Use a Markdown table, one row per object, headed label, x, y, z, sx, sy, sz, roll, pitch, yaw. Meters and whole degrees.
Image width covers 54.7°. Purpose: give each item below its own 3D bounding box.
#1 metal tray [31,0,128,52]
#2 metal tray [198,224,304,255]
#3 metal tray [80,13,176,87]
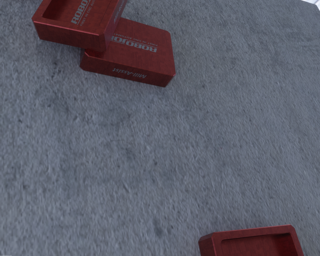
| label | x | y | z | sx | sy | sz | roll | pitch | yaw |
| --- | --- | --- | --- | --- | --- | --- | --- | --- | --- |
| metal tray | -0.098 | -0.165 | 0.411 | 0.090 | 0.030 | 0.130 | 13 | 60 | 3 |
| metal tray | 0.115 | 0.166 | 0.363 | 0.131 | 0.030 | 0.090 | 4 | 60 | -26 |
| metal tray | -0.045 | -0.114 | 0.447 | 0.131 | 0.030 | 0.090 | 9 | 58 | -24 |
